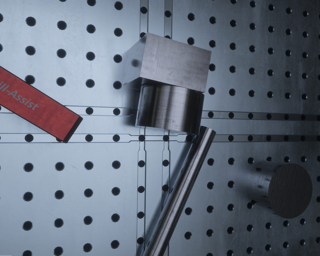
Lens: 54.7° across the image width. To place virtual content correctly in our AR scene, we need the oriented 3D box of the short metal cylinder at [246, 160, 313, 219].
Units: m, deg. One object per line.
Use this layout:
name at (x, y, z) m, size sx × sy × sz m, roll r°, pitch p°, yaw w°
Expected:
short metal cylinder at (0.180, 0.090, 0.468) m, size 0.081 × 0.050 × 0.079 m, roll 0°, pitch 90°, yaw -20°

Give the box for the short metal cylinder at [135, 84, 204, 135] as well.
short metal cylinder at (0.012, -0.021, 0.389) m, size 0.081 × 0.080 × 0.050 m, roll 9°, pitch 87°, yaw -20°

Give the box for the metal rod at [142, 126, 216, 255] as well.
metal rod at (0.006, 0.136, 0.416) m, size 0.025 × 0.025 × 0.299 m, roll 28°, pitch 81°, yaw -18°

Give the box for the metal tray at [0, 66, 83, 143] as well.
metal tray at (-0.149, -0.032, 0.323) m, size 0.130 × 0.090 × 0.030 m, roll 34°, pitch 79°, yaw -17°

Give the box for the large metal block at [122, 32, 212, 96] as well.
large metal block at (0.006, -0.073, 0.386) m, size 0.081 × 0.080 × 0.050 m, roll 11°, pitch 86°, yaw -20°
